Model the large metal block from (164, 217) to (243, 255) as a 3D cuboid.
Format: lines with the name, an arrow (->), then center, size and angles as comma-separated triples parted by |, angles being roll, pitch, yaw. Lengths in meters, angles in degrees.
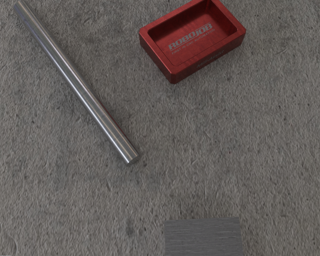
large metal block -> 0.047, 0.143, 0.343 | 0.081, 0.050, 0.080 | -2, 70, -1

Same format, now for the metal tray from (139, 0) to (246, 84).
metal tray -> 0.047, -0.134, 0.454 | 0.131, 0.030, 0.090 | -32, 73, -11

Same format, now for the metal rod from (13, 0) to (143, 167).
metal rod -> -0.122, -0.071, 0.433 | 0.025, 0.025, 0.300 | -35, 74, -12
